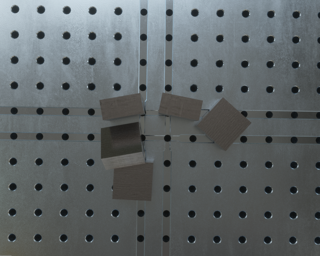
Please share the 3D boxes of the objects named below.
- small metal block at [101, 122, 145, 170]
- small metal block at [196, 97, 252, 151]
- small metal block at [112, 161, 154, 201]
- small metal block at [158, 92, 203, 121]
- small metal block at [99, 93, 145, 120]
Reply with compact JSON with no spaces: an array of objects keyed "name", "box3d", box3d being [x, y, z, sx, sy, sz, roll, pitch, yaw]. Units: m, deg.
[{"name":"small metal block","box3d":[-0.048,0.023,0.399,0.050,0.025,0.050,-10,49,-1]},{"name":"small metal block","box3d":[0.084,-0.005,0.415,0.050,0.025,0.050,42,90,-1]},{"name":"small metal block","box3d":[-0.035,0.068,0.413,0.050,0.025,0.050,3,90,-1]},{"name":"small metal block","box3d":[0.025,-0.026,0.401,0.050,0.050,0.025,11,90,-1]},{"name":"small metal block","box3d":[-0.047,-0.026,0.400,0.050,0.050,0.025,-10,90,0]}]
